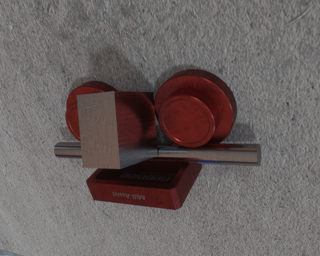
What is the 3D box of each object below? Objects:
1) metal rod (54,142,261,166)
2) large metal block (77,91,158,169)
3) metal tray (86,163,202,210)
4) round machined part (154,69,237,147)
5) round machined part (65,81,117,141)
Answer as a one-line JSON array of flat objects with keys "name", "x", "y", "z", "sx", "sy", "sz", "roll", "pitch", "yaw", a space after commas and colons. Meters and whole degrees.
[{"name": "metal rod", "x": -0.023, "y": 0.032, "z": 0.412, "sx": 0.300, "sy": 0.025, "sz": 0.025, "roll": -1, "pitch": 118, "yaw": 28}, {"name": "large metal block", "x": -0.046, "y": 0.000, "z": 0.361, "sx": 0.050, "sy": 0.080, "sz": 0.079, "roll": -2, "pitch": 94, "yaw": 28}, {"name": "metal tray", "x": -0.020, "y": 0.062, "z": 0.413, "sx": 0.130, "sy": 0.090, "sz": 0.030, "roll": -1, "pitch": 118, "yaw": 28}, {"name": "round machined part", "x": 0.037, "y": -0.016, "z": 0.366, "sx": 0.098, "sy": 0.042, "sz": 0.097, "roll": 13, "pitch": 124, "yaw": 20}, {"name": "round machined part", "x": -0.092, "y": -0.013, "z": 0.433, "sx": 0.098, "sy": 0.042, "sz": 0.097, "roll": 13, "pitch": 124, "yaw": 20}]
